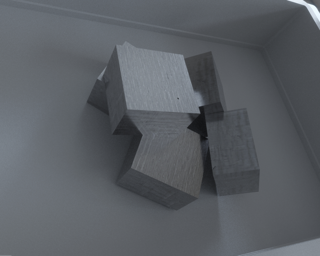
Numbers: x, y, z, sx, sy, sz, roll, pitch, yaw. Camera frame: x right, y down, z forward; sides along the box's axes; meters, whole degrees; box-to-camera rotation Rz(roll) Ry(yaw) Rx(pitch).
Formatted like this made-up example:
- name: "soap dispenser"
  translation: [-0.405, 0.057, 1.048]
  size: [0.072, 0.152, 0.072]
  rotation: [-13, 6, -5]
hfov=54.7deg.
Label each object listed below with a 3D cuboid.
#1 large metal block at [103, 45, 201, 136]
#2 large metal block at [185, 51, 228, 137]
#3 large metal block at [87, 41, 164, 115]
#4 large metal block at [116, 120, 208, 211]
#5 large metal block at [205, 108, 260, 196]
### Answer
- name: "large metal block"
  translation: [-0.012, -0.039, 0.340]
  size: [0.081, 0.050, 0.080]
  rotation: [2, 60, -26]
- name: "large metal block"
  translation: [0.059, -0.042, 0.419]
  size: [0.080, 0.050, 0.080]
  rotation: [53, 29, -55]
- name: "large metal block"
  translation: [-0.035, -0.053, 0.403]
  size: [0.080, 0.050, 0.080]
  rotation: [32, 51, -8]
- name: "large metal block"
  translation: [0.005, 0.039, 0.364]
  size: [0.080, 0.050, 0.080]
  rotation: [27, 52, -12]
- name: "large metal block"
  translation: [0.091, 0.033, 0.391]
  size: [0.050, 0.080, 0.080]
  rotation: [-9, 59, 11]
